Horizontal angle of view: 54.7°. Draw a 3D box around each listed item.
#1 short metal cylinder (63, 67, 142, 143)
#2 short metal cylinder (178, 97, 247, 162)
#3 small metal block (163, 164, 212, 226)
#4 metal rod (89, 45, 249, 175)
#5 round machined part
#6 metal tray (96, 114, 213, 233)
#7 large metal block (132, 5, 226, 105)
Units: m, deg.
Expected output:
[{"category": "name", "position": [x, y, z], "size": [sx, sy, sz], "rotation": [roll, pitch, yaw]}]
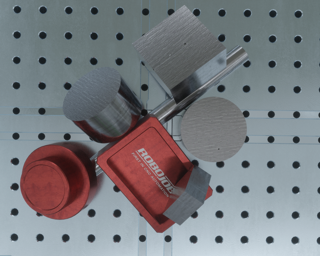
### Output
[{"category": "short metal cylinder", "position": [-0.070, -0.028, 0.380], "size": [0.080, 0.050, 0.080], "rotation": [-15, 51, 20]}, {"category": "short metal cylinder", "position": [0.065, 0.002, 0.401], "size": [0.081, 0.050, 0.079], "rotation": [0, 90, 0]}, {"category": "small metal block", "position": [0.033, 0.080, 0.372], "size": [0.025, 0.050, 0.050], "rotation": [35, 125, -2]}, {"category": "metal rod", "position": [-0.009, -0.009, 0.415], "size": [0.300, 0.025, 0.025], "rotation": [-37, 90, 0]}, {"category": "round machined part", "position": [-0.134, 0.069, 0.391], "size": [0.098, 0.042, 0.097], "rotation": [2, 96, 15]}, {"category": "metal tray", "position": [-0.006, 0.058, 0.396], "size": [0.090, 0.030, 0.130], "rotation": [-38, 103, 0]}, {"category": "large metal block", "position": [0.026, -0.090, 0.389], "size": [0.080, 0.050, 0.080], "rotation": [-37, 71, 0]}]
